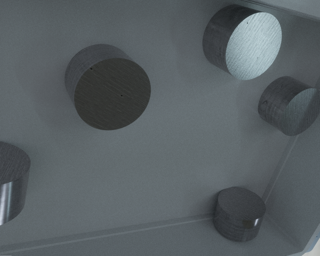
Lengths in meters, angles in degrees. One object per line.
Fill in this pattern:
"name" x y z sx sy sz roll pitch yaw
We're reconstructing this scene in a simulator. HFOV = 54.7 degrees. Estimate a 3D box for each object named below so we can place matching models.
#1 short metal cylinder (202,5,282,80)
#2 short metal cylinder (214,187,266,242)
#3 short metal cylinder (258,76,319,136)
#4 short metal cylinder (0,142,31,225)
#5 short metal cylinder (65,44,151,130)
"short metal cylinder" 0.100 -0.106 0.382 0.081 0.050 0.079 -14 124 -21
"short metal cylinder" 0.137 0.149 0.540 0.081 0.080 0.050 -9 123 -24
"short metal cylinder" 0.201 -0.034 0.481 0.081 0.050 0.079 -14 124 -21
"short metal cylinder" -0.176 0.054 0.310 0.081 0.080 0.050 3 117 -30
"short metal cylinder" -0.057 -0.044 0.334 0.081 0.050 0.079 -14 124 -21
